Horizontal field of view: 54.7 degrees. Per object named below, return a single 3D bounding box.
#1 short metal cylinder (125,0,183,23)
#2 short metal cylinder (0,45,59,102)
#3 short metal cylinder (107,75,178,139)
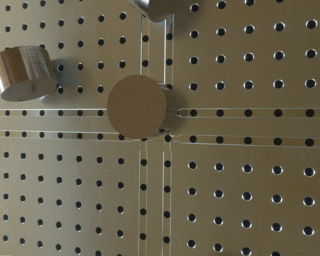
[{"bbox_3d":[-0.005,-0.180,0.384,0.050,0.080,0.080,42,103,15],"label":"short metal cylinder"},{"bbox_3d":[-0.195,-0.077,0.450,0.080,0.080,0.050,-23,83,18],"label":"short metal cylinder"},{"bbox_3d":[-0.022,-0.026,0.406,0.080,0.050,0.079,0,90,19],"label":"short metal cylinder"}]
